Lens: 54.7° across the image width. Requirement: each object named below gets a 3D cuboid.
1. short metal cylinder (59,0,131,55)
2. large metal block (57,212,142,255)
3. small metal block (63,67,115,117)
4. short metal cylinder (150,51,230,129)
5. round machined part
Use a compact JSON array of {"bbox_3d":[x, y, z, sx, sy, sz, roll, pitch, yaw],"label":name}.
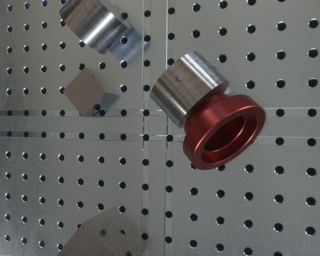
[{"bbox_3d":[-0.085,-0.145,0.413,0.050,0.080,0.080,-41,77,15],"label":"short metal cylinder"},{"bbox_3d":[-0.087,0.180,0.430,0.080,0.050,0.080,42,103,15],"label":"large metal block"},{"bbox_3d":[-0.104,-0.051,0.449,0.050,0.025,0.050,-43,77,15],"label":"small metal block"},{"bbox_3d":[0.036,-0.044,0.371,0.080,0.080,0.050,-45,76,14],"label":"short metal cylinder"},{"bbox_3d":[0.067,0.000,0.354,0.098,0.098,0.042,-46,54,14],"label":"round machined part"}]
